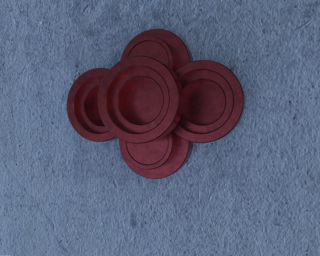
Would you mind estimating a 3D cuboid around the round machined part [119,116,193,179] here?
[{"bbox_3d":[-0.010,0.018,0.403,0.098,0.042,0.097,0,90,19],"label":"round machined part"}]

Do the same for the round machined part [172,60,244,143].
[{"bbox_3d":[0.054,-0.031,0.381,0.098,0.042,0.097,0,90,19],"label":"round machined part"}]

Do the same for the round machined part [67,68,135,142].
[{"bbox_3d":[-0.074,-0.030,0.426,0.098,0.042,0.097,0,90,19],"label":"round machined part"}]

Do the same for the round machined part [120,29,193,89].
[{"bbox_3d":[-0.009,-0.081,0.403,0.098,0.042,0.097,0,90,19],"label":"round machined part"}]

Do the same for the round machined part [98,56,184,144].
[{"bbox_3d":[-0.019,-0.031,0.362,0.098,0.042,0.097,0,90,19],"label":"round machined part"}]
